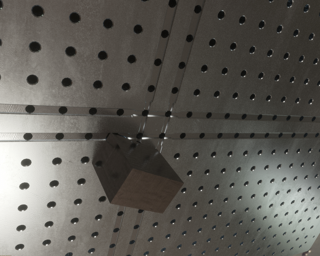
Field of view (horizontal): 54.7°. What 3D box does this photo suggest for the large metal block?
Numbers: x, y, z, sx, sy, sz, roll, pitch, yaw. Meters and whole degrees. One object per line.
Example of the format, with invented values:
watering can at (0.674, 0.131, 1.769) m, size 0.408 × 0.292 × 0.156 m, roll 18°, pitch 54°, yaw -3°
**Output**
large metal block at (-0.030, 0.058, 0.396) m, size 0.080 × 0.080 × 0.050 m, roll 23°, pitch 106°, yaw -37°
